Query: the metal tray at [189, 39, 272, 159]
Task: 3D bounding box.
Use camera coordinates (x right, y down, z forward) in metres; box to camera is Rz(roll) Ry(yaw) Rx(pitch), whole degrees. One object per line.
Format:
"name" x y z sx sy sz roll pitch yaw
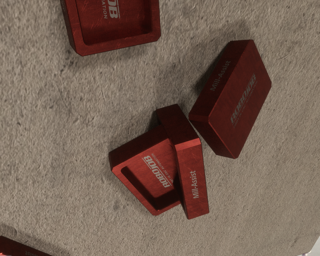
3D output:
"metal tray" 0.096 -0.037 0.399 0.090 0.030 0.130 48 64 -40

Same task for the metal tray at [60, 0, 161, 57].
"metal tray" -0.049 -0.141 0.289 0.091 0.030 0.129 -17 126 -19

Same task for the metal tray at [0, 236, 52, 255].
"metal tray" -0.199 0.208 0.425 0.090 0.030 0.130 -42 130 1

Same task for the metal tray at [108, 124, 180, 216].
"metal tray" 0.000 0.063 0.432 0.090 0.030 0.130 -29 130 5

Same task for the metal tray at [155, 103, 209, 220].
"metal tray" 0.030 0.045 0.407 0.030 0.090 0.129 -17 126 -7
